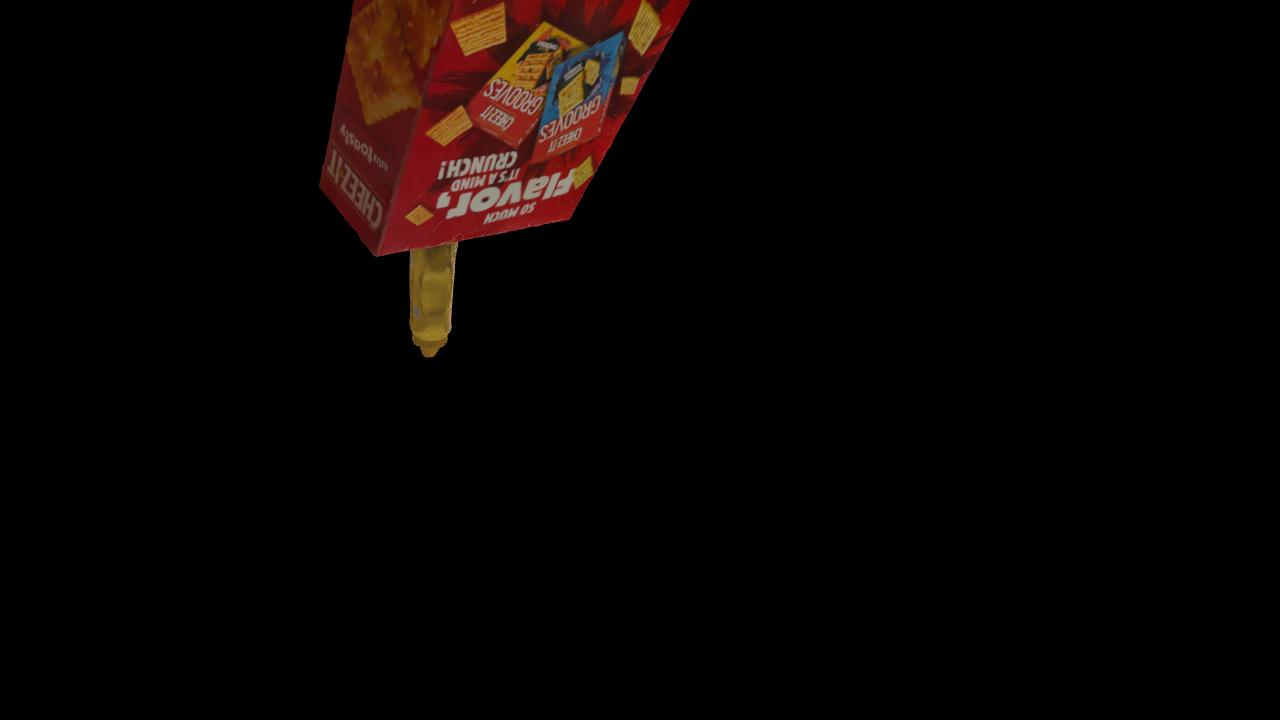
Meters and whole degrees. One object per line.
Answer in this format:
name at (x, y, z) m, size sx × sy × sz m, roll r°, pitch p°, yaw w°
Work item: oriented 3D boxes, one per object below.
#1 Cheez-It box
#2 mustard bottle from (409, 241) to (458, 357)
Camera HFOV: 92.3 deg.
Cheez-It box at (-0.066, -0.169, 0.340) m, size 0.166 × 0.071 × 0.223 m, roll -27°, pitch -20°, yaw -49°
mustard bottle at (-0.251, -0.080, 0.738) m, size 0.054 × 0.184 × 0.092 m, roll -6°, pitch 39°, yaw -28°
